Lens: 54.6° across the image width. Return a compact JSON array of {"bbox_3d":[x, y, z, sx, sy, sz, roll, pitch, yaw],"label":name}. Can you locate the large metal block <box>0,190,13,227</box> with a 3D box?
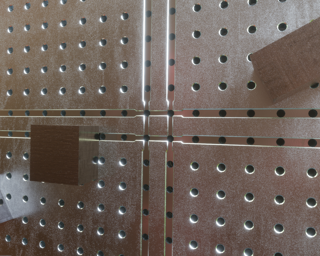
[{"bbox_3d":[-0.304,0.137,0.508,0.080,0.050,0.080,-32,80,17],"label":"large metal block"}]

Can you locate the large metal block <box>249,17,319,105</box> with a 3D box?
[{"bbox_3d":[0.147,-0.068,0.331,0.080,0.080,0.050,-28,81,18],"label":"large metal block"}]

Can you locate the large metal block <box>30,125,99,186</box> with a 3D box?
[{"bbox_3d":[-0.137,0.036,0.448,0.080,0.050,0.080,1,91,20],"label":"large metal block"}]
